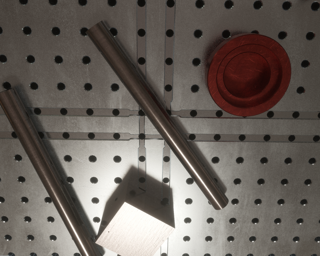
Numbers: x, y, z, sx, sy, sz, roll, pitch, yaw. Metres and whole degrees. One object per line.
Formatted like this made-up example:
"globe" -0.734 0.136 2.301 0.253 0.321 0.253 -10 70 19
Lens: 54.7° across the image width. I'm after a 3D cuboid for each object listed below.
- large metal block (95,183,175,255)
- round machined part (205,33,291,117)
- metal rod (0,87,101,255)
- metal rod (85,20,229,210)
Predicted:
"large metal block" -0.035 0.141 0.451 0.080 0.050 0.080 31 107 -11
"round machined part" 0.104 -0.066 0.381 0.099 0.042 0.097 0 110 -1
"metal rod" -0.149 0.085 0.442 0.025 0.025 0.298 -18 109 6
"metal rod" 0.006 -0.005 0.411 0.025 0.025 0.299 -33 107 11
